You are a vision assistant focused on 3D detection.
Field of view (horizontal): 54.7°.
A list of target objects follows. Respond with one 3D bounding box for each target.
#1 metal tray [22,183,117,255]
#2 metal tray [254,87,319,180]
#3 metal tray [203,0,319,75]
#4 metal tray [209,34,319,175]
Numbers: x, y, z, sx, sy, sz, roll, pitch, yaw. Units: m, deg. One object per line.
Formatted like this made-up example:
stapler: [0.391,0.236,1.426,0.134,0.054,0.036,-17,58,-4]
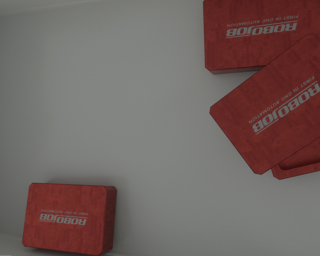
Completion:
metal tray: [-0.130,0.126,0.443,0.130,0.030,0.090,-1,78,19]
metal tray: [0.180,-0.002,0.344,0.130,0.030,0.090,-18,84,18]
metal tray: [0.119,-0.115,0.366,0.130,0.030,0.089,-2,89,19]
metal tray: [0.131,-0.022,0.329,0.130,0.030,0.090,-38,78,15]
